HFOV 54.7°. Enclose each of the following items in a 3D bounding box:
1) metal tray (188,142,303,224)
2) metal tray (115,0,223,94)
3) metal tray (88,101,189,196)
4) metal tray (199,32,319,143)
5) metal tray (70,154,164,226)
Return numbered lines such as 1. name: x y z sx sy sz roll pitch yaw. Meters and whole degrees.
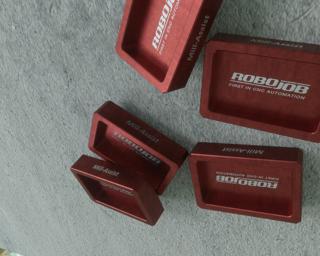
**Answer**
1. metal tray: 0.107 0.066 0.388 0.130 0.030 0.089 2 120 27
2. metal tray: 0.006 -0.112 0.312 0.090 0.030 0.129 43 132 25
3. metal tray: -0.035 0.030 0.429 0.130 0.030 0.089 33 140 6
4. metal tray: 0.110 -0.043 0.318 0.130 0.030 0.089 14 124 20
5. metal tray: -0.065 0.092 0.467 0.130 0.030 0.090 11 139 33
